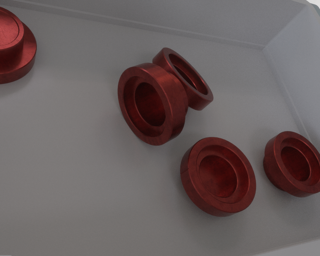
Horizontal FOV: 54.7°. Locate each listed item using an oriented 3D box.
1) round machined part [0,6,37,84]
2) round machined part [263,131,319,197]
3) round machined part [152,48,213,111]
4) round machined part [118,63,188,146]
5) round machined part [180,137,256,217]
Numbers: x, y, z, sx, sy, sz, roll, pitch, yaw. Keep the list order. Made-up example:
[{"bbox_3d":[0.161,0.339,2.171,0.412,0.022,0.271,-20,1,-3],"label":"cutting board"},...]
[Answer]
[{"bbox_3d":[-0.193,-0.102,0.353,0.099,0.042,0.098,14,56,-21],"label":"round machined part"},{"bbox_3d":[0.196,0.057,0.465,0.099,0.042,0.098,14,56,-21],"label":"round machined part"},{"bbox_3d":[0.025,-0.061,0.429,0.098,0.042,0.098,38,26,-22],"label":"round machined part"},{"bbox_3d":[-0.005,-0.031,0.375,0.042,0.097,0.098,-27,77,-36],"label":"round machined part"},{"bbox_3d":[0.068,0.064,0.392,0.099,0.042,0.098,14,56,-21],"label":"round machined part"}]
